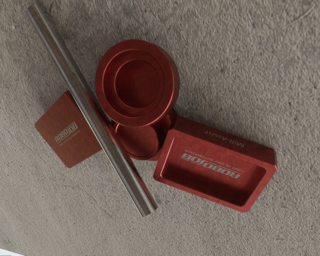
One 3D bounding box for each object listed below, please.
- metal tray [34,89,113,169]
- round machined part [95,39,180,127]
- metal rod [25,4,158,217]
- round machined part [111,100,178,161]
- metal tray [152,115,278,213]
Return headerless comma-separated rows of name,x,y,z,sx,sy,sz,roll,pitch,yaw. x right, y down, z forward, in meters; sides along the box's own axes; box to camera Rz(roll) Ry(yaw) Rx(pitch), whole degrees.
metal tray,-0.127,0.003,0.460,0.130,0.030,0.090,-29,100,46
round machined part,-0.023,-0.051,0.364,0.098,0.042,0.097,3,98,21
metal rod,-0.088,-0.023,0.397,0.025,0.025,0.299,-31,89,38
round machined part,-0.024,0.004,0.413,0.098,0.042,0.097,13,124,21
metal tray,0.064,0.047,0.386,0.131,0.030,0.089,20,127,3
